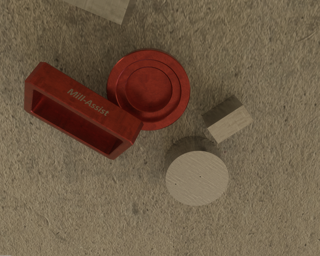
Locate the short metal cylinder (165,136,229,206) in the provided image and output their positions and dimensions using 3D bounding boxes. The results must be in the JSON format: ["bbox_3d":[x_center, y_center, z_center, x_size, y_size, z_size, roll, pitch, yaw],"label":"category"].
[{"bbox_3d":[0.047,0.057,0.418,0.081,0.050,0.079,0,110,0],"label":"short metal cylinder"}]

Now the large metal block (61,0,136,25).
[{"bbox_3d":[-0.066,-0.149,0.325,0.080,0.080,0.050,21,109,-8],"label":"large metal block"}]

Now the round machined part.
[{"bbox_3d":[-0.014,-0.049,0.382,0.099,0.042,0.097,0,110,0],"label":"round machined part"}]

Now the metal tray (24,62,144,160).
[{"bbox_3d":[-0.094,-0.014,0.371,0.130,0.090,0.030,31,62,-11],"label":"metal tray"}]

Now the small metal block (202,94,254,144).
[{"bbox_3d":[0.084,-0.013,0.393,0.050,0.050,0.025,-34,107,11],"label":"small metal block"}]
